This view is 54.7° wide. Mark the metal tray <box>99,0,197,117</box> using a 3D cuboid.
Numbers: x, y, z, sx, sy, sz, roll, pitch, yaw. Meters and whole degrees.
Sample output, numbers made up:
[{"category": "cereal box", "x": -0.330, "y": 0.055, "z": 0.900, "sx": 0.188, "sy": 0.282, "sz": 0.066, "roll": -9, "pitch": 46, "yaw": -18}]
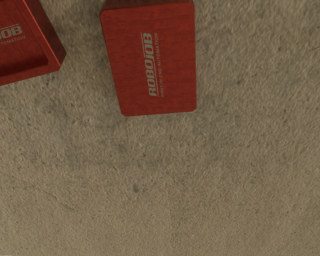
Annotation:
[{"category": "metal tray", "x": -0.007, "y": -0.075, "z": 0.340, "sx": 0.091, "sy": 0.030, "sz": 0.129, "roll": -5, "pitch": 130, "yaw": 3}]

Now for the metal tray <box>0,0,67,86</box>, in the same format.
[{"category": "metal tray", "x": -0.179, "y": -0.090, "z": 0.324, "sx": 0.131, "sy": 0.030, "sz": 0.090, "roll": -12, "pitch": 129, "yaw": 10}]
